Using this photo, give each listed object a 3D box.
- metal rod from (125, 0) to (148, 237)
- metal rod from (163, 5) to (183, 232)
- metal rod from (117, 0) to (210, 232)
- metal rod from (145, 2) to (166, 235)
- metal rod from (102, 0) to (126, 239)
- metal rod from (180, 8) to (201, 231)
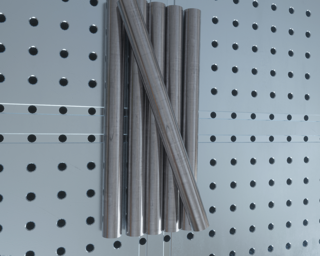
[{"bbox_3d":[-0.030,-0.013,0.400,0.025,0.025,0.298,1,90,-20],"label":"metal rod"},{"bbox_3d":[0.016,-0.012,0.419,0.025,0.025,0.298,1,90,-20],"label":"metal rod"},{"bbox_3d":[0.007,-0.012,0.388,0.025,0.025,0.299,-20,97,-19],"label":"metal rod"},{"bbox_3d":[-0.007,-0.013,0.409,0.025,0.025,0.298,1,90,-20],"label":"metal rod"},{"bbox_3d":[-0.058,-0.015,0.390,0.025,0.025,0.298,1,90,-20],"label":"metal rod"},{"bbox_3d":[0.041,-0.012,0.428,0.025,0.025,0.298,1,90,-20],"label":"metal rod"}]
